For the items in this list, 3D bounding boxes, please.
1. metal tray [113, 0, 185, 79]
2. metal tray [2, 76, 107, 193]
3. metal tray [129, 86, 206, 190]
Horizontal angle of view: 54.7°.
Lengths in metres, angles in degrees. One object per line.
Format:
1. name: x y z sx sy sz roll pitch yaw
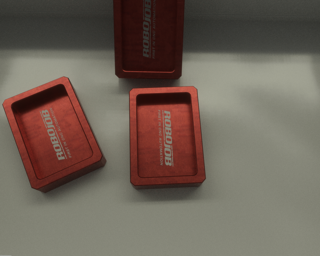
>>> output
1. metal tray: -0.014 -0.133 0.416 0.091 0.030 0.129 1 108 0
2. metal tray: -0.137 0.006 0.402 0.091 0.030 0.130 -25 72 -9
3. metal tray: 0.007 0.011 0.402 0.091 0.030 0.130 -2 70 -1
